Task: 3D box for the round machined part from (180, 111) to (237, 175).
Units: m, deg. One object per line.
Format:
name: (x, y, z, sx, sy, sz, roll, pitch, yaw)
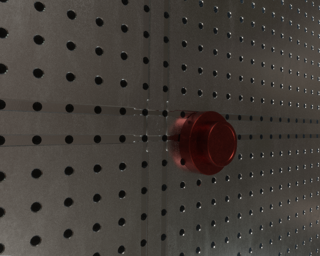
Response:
round machined part: (0.079, 0.023, 0.467, 0.099, 0.042, 0.097, 0, 90, -40)
